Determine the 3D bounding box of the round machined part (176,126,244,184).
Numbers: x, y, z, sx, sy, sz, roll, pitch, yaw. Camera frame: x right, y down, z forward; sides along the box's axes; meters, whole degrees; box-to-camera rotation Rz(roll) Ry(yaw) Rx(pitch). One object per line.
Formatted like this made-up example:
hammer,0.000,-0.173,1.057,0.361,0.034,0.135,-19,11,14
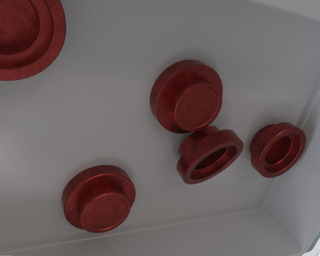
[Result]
round machined part,0.066,0.034,0.441,0.099,0.042,0.098,-23,148,-15

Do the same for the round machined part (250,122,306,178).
round machined part,0.192,0.033,0.523,0.099,0.042,0.097,-14,124,-21

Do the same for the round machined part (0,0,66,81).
round machined part,-0.135,-0.094,0.266,0.099,0.042,0.097,-14,124,-21

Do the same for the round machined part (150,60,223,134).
round machined part,0.040,-0.034,0.398,0.099,0.042,0.097,-14,124,-21

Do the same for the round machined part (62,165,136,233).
round machined part,-0.078,0.102,0.418,0.099,0.042,0.097,-14,124,-21
